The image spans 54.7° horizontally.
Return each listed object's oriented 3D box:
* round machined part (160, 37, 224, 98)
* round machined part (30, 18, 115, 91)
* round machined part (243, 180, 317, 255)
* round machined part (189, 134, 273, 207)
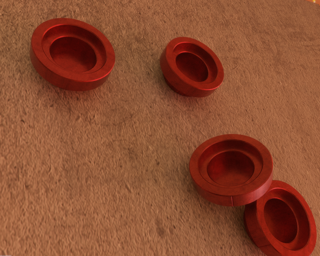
[{"bbox_3d":[0.044,-0.086,0.469,0.099,0.042,0.098,14,56,-21],"label":"round machined part"},{"bbox_3d":[-0.110,-0.086,0.386,0.099,0.042,0.098,14,56,-21],"label":"round machined part"},{"bbox_3d":[0.147,0.120,0.397,0.099,0.042,0.098,14,57,-23],"label":"round machined part"},{"bbox_3d":[0.088,0.056,0.385,0.098,0.042,0.098,-10,41,9],"label":"round machined part"}]
